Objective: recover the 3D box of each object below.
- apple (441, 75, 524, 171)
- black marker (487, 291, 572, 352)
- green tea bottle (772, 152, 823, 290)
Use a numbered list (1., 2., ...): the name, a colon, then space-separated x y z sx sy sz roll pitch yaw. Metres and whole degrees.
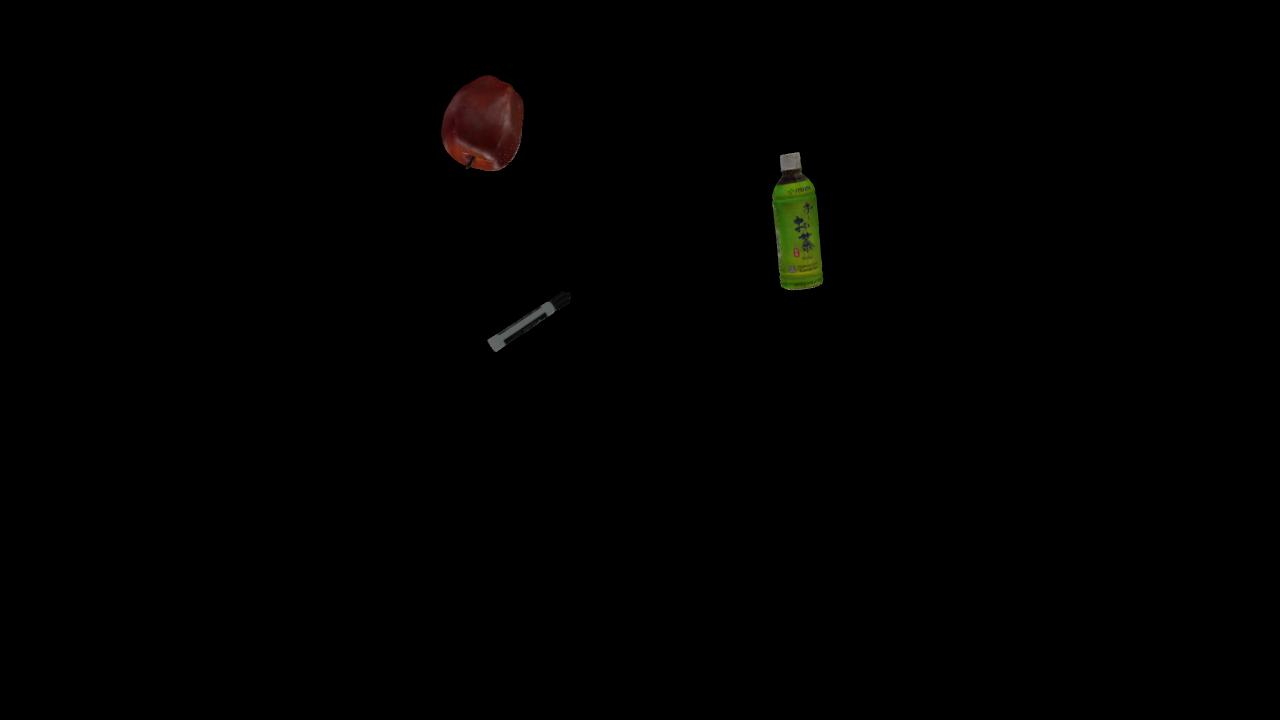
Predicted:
1. apple: -0.157 -0.234 0.615 0.079 0.093 0.079 18 -7 2
2. black marker: -0.138 -0.051 0.780 0.121 0.020 0.020 -36 11 -16
3. green tea bottle: 0.249 -0.221 0.984 0.073 0.212 0.073 -11 17 3
